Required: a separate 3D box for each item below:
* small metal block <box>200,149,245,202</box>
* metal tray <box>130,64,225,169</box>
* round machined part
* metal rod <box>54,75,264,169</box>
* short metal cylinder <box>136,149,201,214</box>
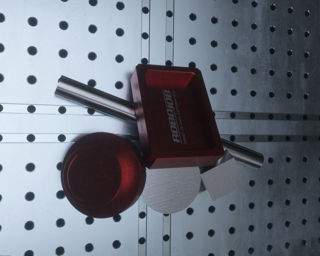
[{"bbox_3d":[0.082,0.065,0.428,0.050,0.025,0.050,-27,116,-2],"label":"small metal block"},{"bbox_3d":[0.018,-0.017,0.382,0.091,0.030,0.130,0,61,-21],"label":"metal tray"},{"bbox_3d":[-0.068,0.053,0.350,0.098,0.042,0.097,-1,85,12],"label":"round machined part"},{"bbox_3d":[0.013,-0.001,0.414,0.302,0.025,0.025,21,83,-19],"label":"metal rod"},{"bbox_3d":[0.005,0.064,0.397,0.081,0.050,0.079,0,90,-20],"label":"short metal cylinder"}]
